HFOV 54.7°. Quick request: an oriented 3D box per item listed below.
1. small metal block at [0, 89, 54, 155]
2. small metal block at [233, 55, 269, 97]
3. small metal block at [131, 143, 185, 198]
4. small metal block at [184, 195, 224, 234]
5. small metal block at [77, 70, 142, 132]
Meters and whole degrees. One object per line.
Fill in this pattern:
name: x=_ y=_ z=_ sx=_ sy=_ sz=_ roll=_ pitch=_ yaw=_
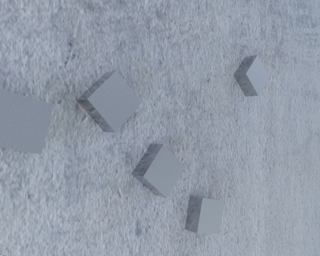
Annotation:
small metal block: x=-0.135 y=-0.005 z=0.292 sx=0.050 sy=0.025 sz=0.050 roll=18 pitch=79 yaw=-39
small metal block: x=0.161 y=-0.091 z=0.543 sx=0.050 sy=0.025 sz=0.050 roll=51 pitch=60 yaw=-28
small metal block: x=-0.001 y=0.056 z=0.406 sx=0.050 sy=0.025 sz=0.050 roll=48 pitch=62 yaw=-30
small metal block: x=0.067 y=0.130 z=0.464 sx=0.050 sy=0.025 sz=0.050 roll=17 pitch=79 yaw=-39
small metal block: x=-0.057 y=-0.030 z=0.358 sx=0.050 sy=0.025 sz=0.050 roll=-52 pitch=121 yaw=-28
